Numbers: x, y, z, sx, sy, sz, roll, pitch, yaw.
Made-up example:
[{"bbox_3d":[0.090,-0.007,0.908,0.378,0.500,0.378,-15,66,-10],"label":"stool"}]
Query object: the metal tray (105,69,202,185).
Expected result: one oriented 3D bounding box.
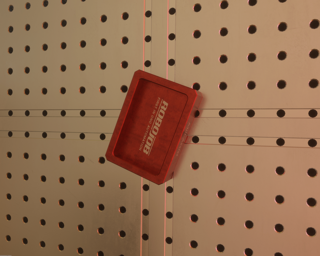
[{"bbox_3d":[-0.010,-0.002,0.413,0.090,0.030,0.129,23,98,18],"label":"metal tray"}]
